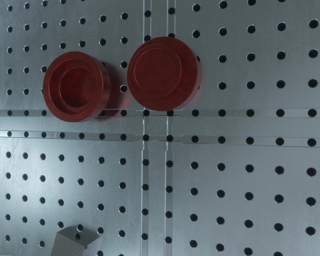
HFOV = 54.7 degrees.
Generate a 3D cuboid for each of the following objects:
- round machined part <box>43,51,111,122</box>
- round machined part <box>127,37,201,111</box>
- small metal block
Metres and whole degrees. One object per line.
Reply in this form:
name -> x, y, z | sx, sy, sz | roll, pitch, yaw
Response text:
round machined part -> -0.114, -0.057, 0.444 | 0.098, 0.042, 0.097 | 0, 90, 20
round machined part -> 0.001, -0.071, 0.403 | 0.098, 0.042, 0.097 | 0, 90, 20
small metal block -> -0.131, 0.184, 0.459 | 0.050, 0.025, 0.050 | 19, 96, 19
